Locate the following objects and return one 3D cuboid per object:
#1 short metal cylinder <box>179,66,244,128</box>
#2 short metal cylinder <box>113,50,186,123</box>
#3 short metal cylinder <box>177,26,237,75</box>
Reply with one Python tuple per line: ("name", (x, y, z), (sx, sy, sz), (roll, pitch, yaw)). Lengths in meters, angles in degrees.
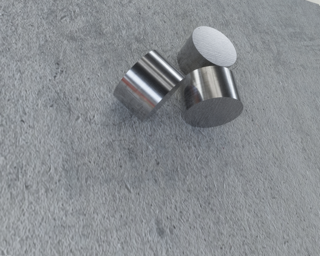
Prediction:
("short metal cylinder", (0.070, -0.041, 0.431), (0.081, 0.080, 0.050), (7, 59, -25))
("short metal cylinder", (-0.013, -0.052, 0.393), (0.050, 0.080, 0.080), (44, 51, 1))
("short metal cylinder", (0.075, -0.116, 0.498), (0.081, 0.050, 0.080), (14, 56, -21))
